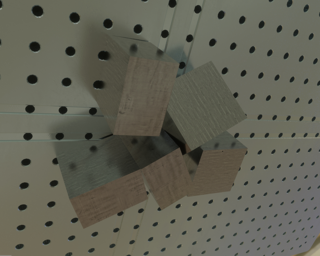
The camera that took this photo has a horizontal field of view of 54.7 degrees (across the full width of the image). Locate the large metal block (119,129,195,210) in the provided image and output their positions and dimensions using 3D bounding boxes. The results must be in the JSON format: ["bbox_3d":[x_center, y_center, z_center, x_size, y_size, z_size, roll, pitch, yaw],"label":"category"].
[{"bbox_3d":[-0.005,0.044,0.402,0.050,0.080,0.080,-29,129,-10],"label":"large metal block"}]

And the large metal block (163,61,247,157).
[{"bbox_3d":[0.042,-0.022,0.375,0.080,0.050,0.080,-29,84,-17],"label":"large metal block"}]

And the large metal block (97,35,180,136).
[{"bbox_3d":[-0.028,-0.046,0.331,0.050,0.080,0.079,3,117,-26],"label":"large metal block"}]

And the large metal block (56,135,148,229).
[{"bbox_3d":[-0.071,0.060,0.376,0.081,0.080,0.050,-22,127,-16],"label":"large metal block"}]

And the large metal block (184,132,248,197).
[{"bbox_3d":[0.074,0.053,0.470,0.081,0.050,0.079,0,119,-29],"label":"large metal block"}]
